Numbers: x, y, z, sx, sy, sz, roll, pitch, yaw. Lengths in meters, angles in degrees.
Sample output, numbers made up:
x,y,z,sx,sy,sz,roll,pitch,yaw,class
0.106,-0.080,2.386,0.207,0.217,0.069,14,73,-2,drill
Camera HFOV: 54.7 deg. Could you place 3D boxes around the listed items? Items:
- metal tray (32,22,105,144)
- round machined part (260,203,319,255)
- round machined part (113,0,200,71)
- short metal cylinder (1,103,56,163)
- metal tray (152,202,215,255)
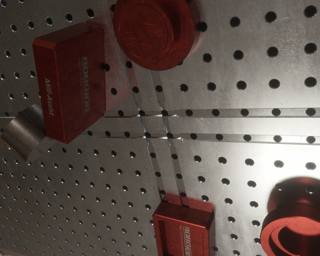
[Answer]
x,y,z,sx,sy,sz,roll,pitch,yaw,class
-0.107,-0.056,0.388,0.030,0.090,0.129,18,125,18,metal tray
0.180,0.134,0.388,0.098,0.042,0.097,13,124,20,round machined part
-0.009,-0.108,0.337,0.098,0.042,0.097,13,124,20,round machined part
-0.195,0.008,0.481,0.050,0.080,0.080,42,129,-1,short metal cylinder
0.041,0.186,0.500,0.090,0.030,0.129,8,122,23,metal tray
